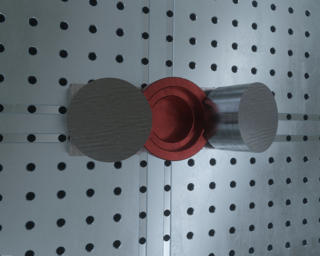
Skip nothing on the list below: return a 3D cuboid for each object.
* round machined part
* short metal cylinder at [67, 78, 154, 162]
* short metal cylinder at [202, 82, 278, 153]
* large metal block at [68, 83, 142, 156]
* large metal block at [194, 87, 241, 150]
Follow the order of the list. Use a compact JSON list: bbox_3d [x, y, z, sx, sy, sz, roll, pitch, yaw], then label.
[{"bbox_3d":[0.011,-0.011,0.376,0.099,0.042,0.097,0,90,-20],"label":"round machined part"},{"bbox_3d":[-0.047,-0.008,0.315,0.080,0.050,0.079,0,91,1],"label":"short metal cylinder"},{"bbox_3d":[0.096,-0.012,0.368,0.081,0.050,0.080,0,90,-40],"label":"short metal cylinder"},{"bbox_3d":[-0.068,-0.009,0.374,0.081,0.050,0.080,1,90,-20],"label":"large metal block"},{"bbox_3d":[0.073,-0.013,0.426,0.081,0.050,0.080,-1,91,-20],"label":"large metal block"}]
